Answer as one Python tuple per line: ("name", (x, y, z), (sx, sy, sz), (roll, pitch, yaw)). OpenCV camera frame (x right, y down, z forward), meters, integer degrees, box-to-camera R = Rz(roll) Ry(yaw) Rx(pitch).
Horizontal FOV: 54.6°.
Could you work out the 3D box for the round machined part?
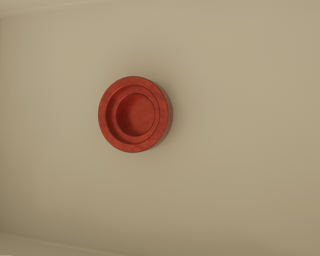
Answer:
("round machined part", (-0.029, -0.017, 0.412), (0.098, 0.042, 0.097), (0, 90, 20))
